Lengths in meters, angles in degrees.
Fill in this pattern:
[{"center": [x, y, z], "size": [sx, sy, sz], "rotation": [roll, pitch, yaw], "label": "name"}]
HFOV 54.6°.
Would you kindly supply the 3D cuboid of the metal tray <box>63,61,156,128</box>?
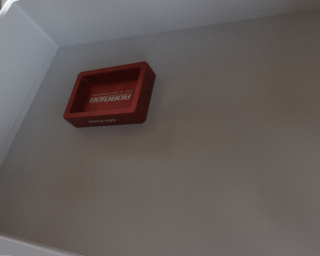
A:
[{"center": [-0.077, -0.049, 0.474], "size": [0.130, 0.030, 0.090], "rotation": [-3, 60, 26], "label": "metal tray"}]
